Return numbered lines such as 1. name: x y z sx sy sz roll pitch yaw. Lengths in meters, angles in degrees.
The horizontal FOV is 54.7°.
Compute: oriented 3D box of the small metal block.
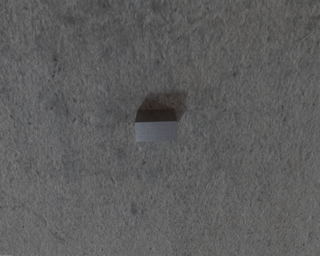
1. small metal block: -0.005 -0.004 0.395 0.050 0.050 0.025 -2 110 0
